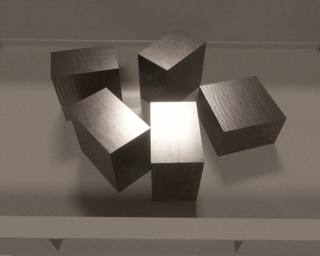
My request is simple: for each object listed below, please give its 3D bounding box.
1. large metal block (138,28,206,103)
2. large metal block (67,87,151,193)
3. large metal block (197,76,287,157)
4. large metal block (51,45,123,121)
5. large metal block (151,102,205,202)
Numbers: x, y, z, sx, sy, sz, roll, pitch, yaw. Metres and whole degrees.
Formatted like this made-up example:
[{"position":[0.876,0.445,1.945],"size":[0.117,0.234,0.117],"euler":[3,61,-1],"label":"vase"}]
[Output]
[{"position":[0.017,-0.080,0.437],"size":[0.050,0.080,0.080],"euler":[34,58,25],"label":"large metal block"},{"position":[-0.055,0.014,0.357],"size":[0.050,0.080,0.080],"euler":[-34,58,-25],"label":"large metal block"},{"position":[0.101,-0.017,0.405],"size":[0.081,0.050,0.080],"euler":[-12,51,-10],"label":"large metal block"},{"position":[-0.096,-0.060,0.418],"size":[0.081,0.080,0.050],"euler":[-10,51,-8],"label":"large metal block"},{"position":[0.015,0.027,0.347],"size":[0.050,0.080,0.080],"euler":[-1,50,-1],"label":"large metal block"}]
